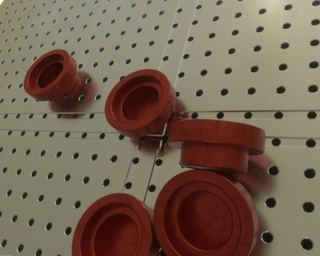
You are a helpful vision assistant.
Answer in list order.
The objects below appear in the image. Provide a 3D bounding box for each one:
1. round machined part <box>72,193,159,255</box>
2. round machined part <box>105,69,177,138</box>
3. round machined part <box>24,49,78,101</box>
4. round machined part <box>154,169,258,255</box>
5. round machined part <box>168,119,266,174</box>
[{"bbox_3d":[-0.044,0.125,0.342,0.098,0.042,0.098,-13,56,20],"label":"round machined part"},{"bbox_3d":[-0.023,-0.030,0.426,0.098,0.042,0.098,-13,56,20],"label":"round machined part"},{"bbox_3d":[-0.186,-0.088,0.546,0.098,0.042,0.098,-13,56,20],"label":"round machined part"},{"bbox_3d":[0.046,0.089,0.303,0.098,0.042,0.097,-3,83,28],"label":"round machined part"},{"bbox_3d":[0.056,0.022,0.320,0.098,0.098,0.042,1,78,28],"label":"round machined part"}]
